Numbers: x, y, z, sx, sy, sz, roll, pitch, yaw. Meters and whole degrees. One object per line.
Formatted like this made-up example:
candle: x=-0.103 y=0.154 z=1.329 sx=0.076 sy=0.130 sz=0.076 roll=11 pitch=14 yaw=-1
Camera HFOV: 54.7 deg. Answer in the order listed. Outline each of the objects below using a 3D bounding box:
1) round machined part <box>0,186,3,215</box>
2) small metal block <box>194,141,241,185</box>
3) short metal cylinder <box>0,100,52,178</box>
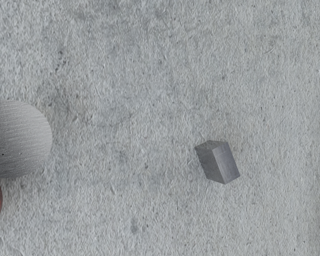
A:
round machined part: x=-0.217 y=0.078 z=0.320 sx=0.099 sy=0.042 sz=0.097 roll=0 pitch=90 yaw=-20
small metal block: x=0.078 y=0.046 z=0.425 sx=0.025 sy=0.050 sz=0.050 roll=-25 pitch=99 yaw=-18
short metal cylinder: x=-0.160 y=0.011 z=0.337 sx=0.081 sy=0.050 sz=0.080 roll=0 pitch=90 yaw=-20
